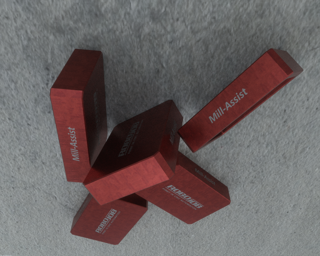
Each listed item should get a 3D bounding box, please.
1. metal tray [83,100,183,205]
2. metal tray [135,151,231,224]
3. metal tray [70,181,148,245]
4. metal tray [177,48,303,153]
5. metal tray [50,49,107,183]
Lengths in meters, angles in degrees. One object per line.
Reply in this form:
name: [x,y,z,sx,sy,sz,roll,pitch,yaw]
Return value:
metal tray: [-0.024,0.022,0.353,0.090,0.130,0.030,-24,112,20]
metal tray: [0.036,0.098,0.488,0.090,0.030,0.130,-37,122,27]
metal tray: [-0.088,0.147,0.528,0.091,0.030,0.129,22,127,-18]
metal tray: [0.089,-0.030,0.342,0.129,0.091,0.030,-43,78,30]
metal tray: [-0.086,-0.011,0.352,0.030,0.090,0.129,5,130,0]
